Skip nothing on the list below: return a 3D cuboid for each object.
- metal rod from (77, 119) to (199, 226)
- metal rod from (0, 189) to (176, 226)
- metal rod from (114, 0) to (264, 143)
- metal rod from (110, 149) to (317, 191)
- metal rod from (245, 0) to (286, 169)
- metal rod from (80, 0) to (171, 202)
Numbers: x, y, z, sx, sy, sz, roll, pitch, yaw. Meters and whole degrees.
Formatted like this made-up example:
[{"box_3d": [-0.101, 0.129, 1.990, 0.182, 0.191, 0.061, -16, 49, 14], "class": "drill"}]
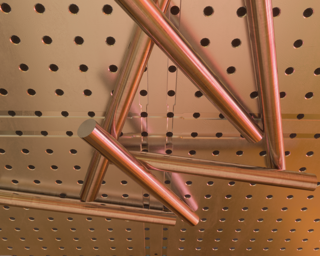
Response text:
[{"box_3d": [-0.011, 0.081, 0.445, 0.025, 0.025, 0.300, -22, 137, 18], "class": "metal rod"}, {"box_3d": [-0.121, 0.136, 0.525, 0.302, 0.025, 0.025, 10, 130, -9], "class": "metal rod"}, {"box_3d": [0.036, -0.065, 0.330, 0.025, 0.025, 0.301, -32, 131, 24], "class": "metal rod"}, {"box_3d": [0.067, 0.057, 0.440, 0.301, 0.025, 0.025, 7, 130, 1], "class": "metal rod"}, {"box_3d": [0.135, -0.035, 0.382, 0.025, 0.025, 0.299, -14, 129, 11], "class": "metal rod"}, {"box_3d": [-0.052, -0.018, 0.375, 0.025, 0.025, 0.298, 16, 122, -13], "class": "metal rod"}]
